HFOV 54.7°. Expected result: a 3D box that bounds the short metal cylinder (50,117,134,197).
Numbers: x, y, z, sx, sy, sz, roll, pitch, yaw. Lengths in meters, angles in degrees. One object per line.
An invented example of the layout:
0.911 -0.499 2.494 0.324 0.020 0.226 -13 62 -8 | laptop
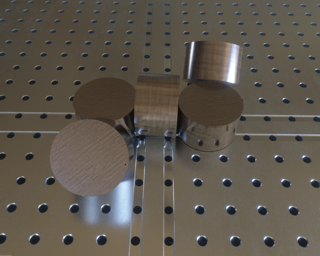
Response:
-0.071 0.029 0.339 0.081 0.050 0.079 0 94 1 | short metal cylinder

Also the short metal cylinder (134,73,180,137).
-0.002 -0.029 0.396 0.050 0.080 0.080 4 50 3 | short metal cylinder

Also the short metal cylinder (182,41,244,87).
0.075 -0.088 0.438 0.080 0.080 0.050 7 92 5 | short metal cylinder

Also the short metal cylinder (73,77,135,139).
-0.069 -0.021 0.407 0.081 0.050 0.080 0 50 0 | short metal cylinder

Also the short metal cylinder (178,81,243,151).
0.063 -0.016 0.405 0.081 0.050 0.080 0 50 0 | short metal cylinder
